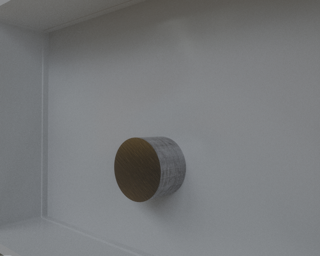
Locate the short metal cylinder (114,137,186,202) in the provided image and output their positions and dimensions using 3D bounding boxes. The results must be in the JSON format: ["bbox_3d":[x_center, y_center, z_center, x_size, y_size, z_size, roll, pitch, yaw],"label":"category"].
[{"bbox_3d":[-0.014,0.051,0.403,0.080,0.050,0.080,0,90,40],"label":"short metal cylinder"}]
